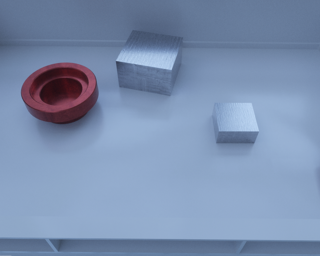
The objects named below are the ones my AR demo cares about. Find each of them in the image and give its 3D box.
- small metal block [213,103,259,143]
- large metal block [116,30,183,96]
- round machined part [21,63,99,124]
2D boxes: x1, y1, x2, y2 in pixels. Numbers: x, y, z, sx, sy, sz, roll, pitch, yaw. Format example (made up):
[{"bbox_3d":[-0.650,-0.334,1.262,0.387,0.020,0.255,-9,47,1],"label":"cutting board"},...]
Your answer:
[{"bbox_3d":[0.099,-0.007,0.412,0.050,0.025,0.050,0,50,0],"label":"small metal block"},{"bbox_3d":[-0.013,-0.101,0.473,0.080,0.050,0.080,11,51,8],"label":"large metal block"},{"bbox_3d":[-0.134,-0.044,0.429,0.099,0.042,0.098,0,50,0],"label":"round machined part"}]
